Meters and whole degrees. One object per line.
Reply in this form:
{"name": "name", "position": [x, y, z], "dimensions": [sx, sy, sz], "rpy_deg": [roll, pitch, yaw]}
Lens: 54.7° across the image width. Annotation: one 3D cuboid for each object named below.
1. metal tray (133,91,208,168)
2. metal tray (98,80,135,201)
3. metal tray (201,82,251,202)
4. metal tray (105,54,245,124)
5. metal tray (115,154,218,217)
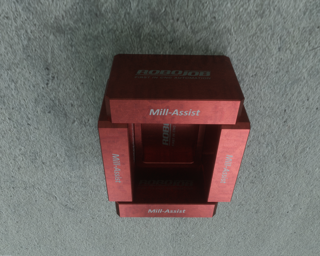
{"name": "metal tray", "position": [0.012, -0.003, 0.403], "dimensions": [0.091, 0.030, 0.129], "rpy_deg": [0, 130, -1]}
{"name": "metal tray", "position": [-0.048, 0.016, 0.379], "dimensions": [0.030, 0.090, 0.129], "rpy_deg": [1, 130, -1]}
{"name": "metal tray", "position": [0.074, 0.018, 0.381], "dimensions": [0.030, 0.090, 0.129], "rpy_deg": [1, 130, -1]}
{"name": "metal tray", "position": [0.014, -0.044, 0.328], "dimensions": [0.131, 0.090, 0.030], "rpy_deg": [1, 130, -1]}
{"name": "metal tray", "position": [0.008, 0.078, 0.432], "dimensions": [0.131, 0.090, 0.030], "rpy_deg": [1, 130, -1]}
